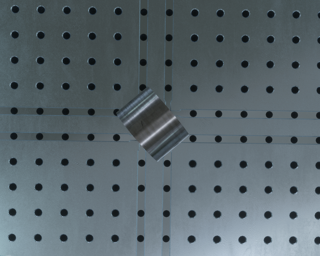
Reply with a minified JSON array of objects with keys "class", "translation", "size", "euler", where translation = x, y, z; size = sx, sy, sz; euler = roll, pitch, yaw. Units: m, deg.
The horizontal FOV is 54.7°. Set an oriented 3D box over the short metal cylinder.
[{"class":"short metal cylinder","translation":[-0.009,-0.005,0.385],"size":[0.050,0.080,0.080],"euler":[-40,91,0]}]
